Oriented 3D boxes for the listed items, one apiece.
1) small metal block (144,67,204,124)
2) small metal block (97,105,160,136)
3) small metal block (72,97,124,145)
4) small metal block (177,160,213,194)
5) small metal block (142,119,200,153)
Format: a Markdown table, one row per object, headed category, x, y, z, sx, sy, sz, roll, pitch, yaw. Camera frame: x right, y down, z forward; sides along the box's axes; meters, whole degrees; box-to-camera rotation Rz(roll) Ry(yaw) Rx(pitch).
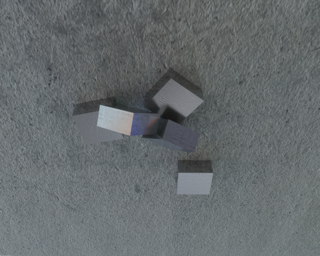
| category | x | y | z | sx | sy | sz | roll | pitch | yaw |
| --- | --- | --- | --- | --- | --- | --- | --- | --- | --- |
| small metal block | 0.016 | -0.037 | 0.376 | 0.050 | 0.025 | 0.050 | 31 | 123 | -24 |
| small metal block | -0.036 | -0.010 | 0.363 | 0.050 | 0.050 | 0.025 | 15 | 99 | 33 |
| small metal block | -0.077 | -0.009 | 0.399 | 0.050 | 0.025 | 0.050 | -10 | 130 | 9 |
| small metal block | 0.051 | 0.076 | 0.472 | 0.050 | 0.025 | 0.050 | 0 | 130 | -1 |
| small metal block | 0.013 | 0.010 | 0.394 | 0.050 | 0.025 | 0.050 | 24 | 168 | -29 |
